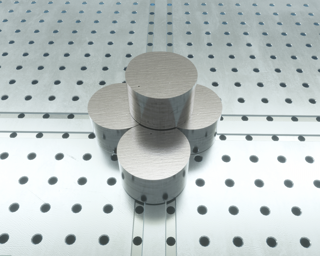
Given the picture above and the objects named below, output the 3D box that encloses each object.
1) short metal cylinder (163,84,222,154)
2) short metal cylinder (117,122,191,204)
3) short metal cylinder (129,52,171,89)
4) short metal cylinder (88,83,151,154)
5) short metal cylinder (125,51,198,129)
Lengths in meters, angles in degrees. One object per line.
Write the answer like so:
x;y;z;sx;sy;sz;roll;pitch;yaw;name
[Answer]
0.037;-0.013;0.401;0.081;0.050;0.080;0;50;0;short metal cylinder
-0.007;0.039;0.357;0.081;0.050;0.080;0;48;0;short metal cylinder
-0.006;-0.065;0.446;0.081;0.050;0.080;1;50;-1;short metal cylinder
-0.049;-0.013;0.402;0.081;0.050;0.080;0;50;0;short metal cylinder
0.002;-0.045;0.363;0.081;0.050;0.080;0;50;0;short metal cylinder
